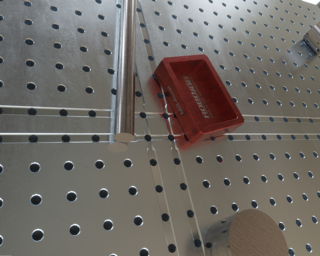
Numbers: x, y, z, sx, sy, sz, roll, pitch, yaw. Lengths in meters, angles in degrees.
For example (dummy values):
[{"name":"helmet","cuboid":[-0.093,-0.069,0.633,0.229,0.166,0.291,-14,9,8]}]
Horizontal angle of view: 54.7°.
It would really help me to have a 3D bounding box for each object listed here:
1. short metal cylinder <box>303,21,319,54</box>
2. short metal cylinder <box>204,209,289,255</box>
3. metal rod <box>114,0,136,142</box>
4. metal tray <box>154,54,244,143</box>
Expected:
[{"name":"short metal cylinder","cuboid":[0.378,-0.214,0.706,0.081,0.080,0.050,-25,76,-37]},{"name":"short metal cylinder","cuboid":[0.099,0.141,0.360,0.081,0.050,0.080,14,56,-21]},{"name":"metal rod","cuboid":[-0.048,-0.117,0.453,0.025,0.025,0.299,12,57,-22]},{"name":"metal tray","cuboid":[0.058,-0.048,0.465,0.091,0.030,0.130,-14,69,-34]}]
